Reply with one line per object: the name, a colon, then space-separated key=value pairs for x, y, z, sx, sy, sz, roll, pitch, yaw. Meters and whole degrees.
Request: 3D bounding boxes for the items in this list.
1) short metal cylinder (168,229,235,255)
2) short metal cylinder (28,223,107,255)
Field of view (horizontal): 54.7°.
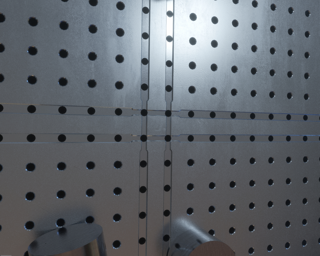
short metal cylinder: x=0.057 y=0.185 z=0.420 sx=0.081 sy=0.050 sz=0.079 roll=0 pitch=90 yaw=-20
short metal cylinder: x=-0.100 y=0.147 z=0.347 sx=0.081 sy=0.080 sz=0.050 roll=-11 pitch=94 yaw=-20
